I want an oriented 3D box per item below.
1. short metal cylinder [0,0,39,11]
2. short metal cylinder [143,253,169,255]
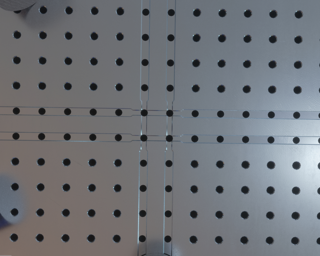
[{"bbox_3d":[-0.182,-0.194,0.384,0.080,0.080,0.050,-40,90,0],"label":"short metal cylinder"},{"bbox_3d":[-0.006,0.212,0.401,0.081,0.050,0.079,0,90,0],"label":"short metal cylinder"}]
